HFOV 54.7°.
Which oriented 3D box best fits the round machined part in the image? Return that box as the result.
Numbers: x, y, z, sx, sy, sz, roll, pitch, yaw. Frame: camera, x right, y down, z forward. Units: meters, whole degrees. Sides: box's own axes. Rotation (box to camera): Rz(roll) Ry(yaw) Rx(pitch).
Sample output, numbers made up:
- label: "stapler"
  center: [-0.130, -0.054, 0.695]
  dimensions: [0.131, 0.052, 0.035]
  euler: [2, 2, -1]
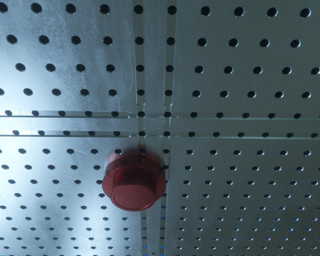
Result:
- label: "round machined part"
  center: [-0.040, 0.093, 0.479]
  dimensions: [0.099, 0.042, 0.097]
  euler: [-1, 130, 0]
